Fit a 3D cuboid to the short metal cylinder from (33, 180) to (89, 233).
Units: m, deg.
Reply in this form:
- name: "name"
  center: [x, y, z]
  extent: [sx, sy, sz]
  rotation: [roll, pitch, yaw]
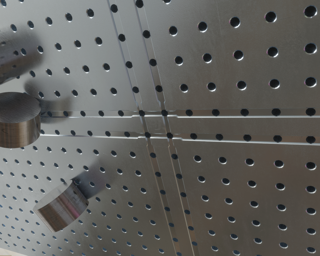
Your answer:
- name: "short metal cylinder"
  center: [-0.175, 0.137, 0.550]
  extent: [0.080, 0.080, 0.050]
  rotation: [-24, 105, 36]

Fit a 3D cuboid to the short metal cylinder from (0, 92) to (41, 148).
- name: "short metal cylinder"
  center: [-0.230, -0.014, 0.486]
  extent: [0.080, 0.080, 0.050]
  rotation: [26, 127, 11]

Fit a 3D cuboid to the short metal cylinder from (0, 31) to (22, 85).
- name: "short metal cylinder"
  center: [-0.258, -0.102, 0.465]
  extent: [0.080, 0.050, 0.079]
  rotation: [13, 124, 20]
